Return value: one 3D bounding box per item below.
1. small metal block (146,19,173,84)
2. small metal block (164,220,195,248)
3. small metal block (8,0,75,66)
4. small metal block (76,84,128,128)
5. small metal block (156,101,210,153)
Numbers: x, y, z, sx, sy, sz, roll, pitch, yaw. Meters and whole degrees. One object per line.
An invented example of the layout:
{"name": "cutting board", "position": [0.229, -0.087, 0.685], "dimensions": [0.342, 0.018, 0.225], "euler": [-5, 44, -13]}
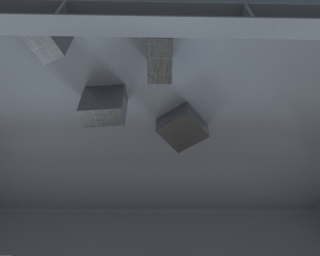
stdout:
{"name": "small metal block", "position": [0.000, -0.081, 0.324], "dimensions": [0.025, 0.050, 0.050], "euler": [0, 130, 0]}
{"name": "small metal block", "position": [0.037, 0.200, 0.582], "dimensions": [0.050, 0.025, 0.050], "euler": [-8, 130, 6]}
{"name": "small metal block", "position": [-0.114, -0.099, 0.307], "dimensions": [0.025, 0.050, 0.050], "euler": [-19, 128, 16]}
{"name": "small metal block", "position": [-0.067, -0.027, 0.369], "dimensions": [0.050, 0.050, 0.025], "euler": [-3, 130, 2]}
{"name": "small metal block", "position": [0.030, 0.000, 0.409], "dimensions": [0.050, 0.025, 0.050], "euler": [-30, 124, 23]}
